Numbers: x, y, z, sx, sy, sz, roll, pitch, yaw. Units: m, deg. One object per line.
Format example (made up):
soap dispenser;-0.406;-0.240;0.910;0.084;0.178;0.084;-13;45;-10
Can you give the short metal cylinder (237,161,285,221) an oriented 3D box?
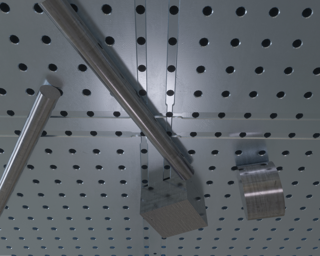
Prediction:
short metal cylinder;0.146;0.092;0.456;0.050;0.080;0.080;-10;130;8

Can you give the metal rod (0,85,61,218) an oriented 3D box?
metal rod;-0.211;0.054;0.455;0.025;0.025;0.298;25;126;-20

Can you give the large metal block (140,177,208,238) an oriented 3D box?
large metal block;0.023;0.129;0.506;0.080;0.050;0.080;-22;127;17

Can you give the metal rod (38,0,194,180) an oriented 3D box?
metal rod;-0.034;-0.029;0.386;0.025;0.025;0.300;-24;127;19
